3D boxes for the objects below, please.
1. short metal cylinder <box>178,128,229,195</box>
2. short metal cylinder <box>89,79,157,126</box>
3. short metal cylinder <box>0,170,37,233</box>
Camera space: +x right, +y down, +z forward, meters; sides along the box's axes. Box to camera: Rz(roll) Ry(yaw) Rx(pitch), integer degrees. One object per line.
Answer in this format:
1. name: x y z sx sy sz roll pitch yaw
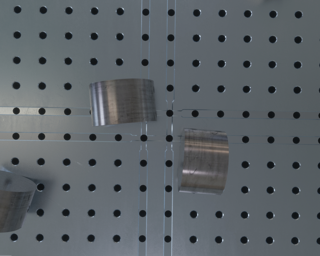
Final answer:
1. short metal cylinder: 0.051 0.041 0.386 0.050 0.080 0.080 5 90 0
2. short metal cylinder: -0.046 -0.030 0.385 0.081 0.080 0.050 -5 90 0
3. short metal cylinder: -0.203 0.088 0.384 0.080 0.080 0.050 18 90 0
